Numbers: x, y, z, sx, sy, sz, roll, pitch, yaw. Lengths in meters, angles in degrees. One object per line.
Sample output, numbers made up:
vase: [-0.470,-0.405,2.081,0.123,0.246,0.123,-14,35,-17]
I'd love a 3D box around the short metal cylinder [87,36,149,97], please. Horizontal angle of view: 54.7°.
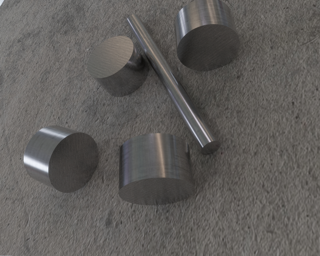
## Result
short metal cylinder: [-0.064,-0.095,0.480,0.080,0.050,0.080,-13,56,21]

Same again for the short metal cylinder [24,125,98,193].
short metal cylinder: [-0.129,0.040,0.412,0.050,0.080,0.080,13,68,33]

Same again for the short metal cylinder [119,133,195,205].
short metal cylinder: [-0.005,0.048,0.342,0.080,0.080,0.050,-17,55,19]

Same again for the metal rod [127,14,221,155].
metal rod: [0.006,-0.082,0.451,0.025,0.025,0.300,-32,52,7]

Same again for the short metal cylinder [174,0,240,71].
short metal cylinder: [0.061,-0.122,0.412,0.080,0.080,0.050,-16,55,19]
